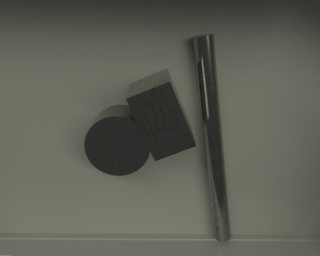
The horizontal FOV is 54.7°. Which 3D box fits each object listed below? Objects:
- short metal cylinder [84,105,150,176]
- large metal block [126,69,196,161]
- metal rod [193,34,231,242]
[{"bbox_3d":[-0.052,0.015,0.403,0.081,0.050,0.079,0,110,-1],"label":"short metal cylinder"},{"bbox_3d":[0.002,-0.019,0.375,0.050,0.080,0.080,-21,109,7],"label":"large metal block"},{"bbox_3d":[0.074,0.027,0.422,0.025,0.025,0.298,-8,110,2],"label":"metal rod"}]
